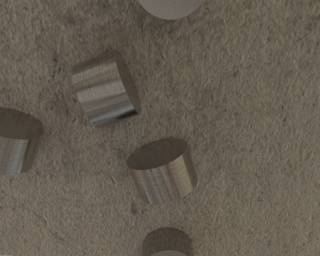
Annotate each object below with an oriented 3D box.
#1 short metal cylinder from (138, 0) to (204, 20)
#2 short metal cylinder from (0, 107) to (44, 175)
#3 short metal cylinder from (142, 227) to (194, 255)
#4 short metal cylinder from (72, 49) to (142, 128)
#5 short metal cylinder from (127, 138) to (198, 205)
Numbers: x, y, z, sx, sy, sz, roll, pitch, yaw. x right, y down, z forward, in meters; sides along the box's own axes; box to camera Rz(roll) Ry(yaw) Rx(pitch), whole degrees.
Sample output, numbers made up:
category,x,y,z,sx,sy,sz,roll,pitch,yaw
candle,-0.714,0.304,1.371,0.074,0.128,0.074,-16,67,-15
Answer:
category,x,y,z,sx,sy,sz,roll,pitch,yaw
short metal cylinder,0.011,-0.161,0.337,0.081,0.050,0.079,0,110,-1
short metal cylinder,-0.192,0.015,0.383,0.080,0.080,0.050,21,109,-8
short metal cylinder,0.012,0.200,0.470,0.081,0.050,0.079,0,110,-1
short metal cylinder,-0.060,-0.045,0.363,0.050,0.080,0.080,-19,109,6
short metal cylinder,0.003,0.054,0.400,0.080,0.080,0.050,-16,110,5
